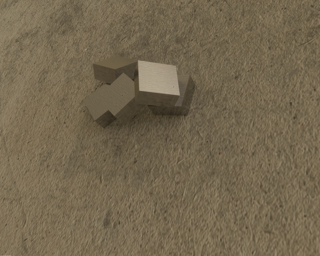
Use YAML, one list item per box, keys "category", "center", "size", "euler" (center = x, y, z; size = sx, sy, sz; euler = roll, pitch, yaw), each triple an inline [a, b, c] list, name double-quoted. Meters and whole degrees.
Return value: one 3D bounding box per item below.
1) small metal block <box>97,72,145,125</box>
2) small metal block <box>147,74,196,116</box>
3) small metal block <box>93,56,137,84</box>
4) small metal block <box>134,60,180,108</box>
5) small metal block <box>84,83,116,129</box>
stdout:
- category: "small metal block"
  center: [-0.049, -0.040, 0.421]
  size: [0.050, 0.025, 0.050]
  euler: [-44, 51, -3]
- category: "small metal block"
  center: [0.017, -0.044, 0.423]
  size: [0.050, 0.025, 0.050]
  euler: [2, 63, 29]
- category: "small metal block"
  center: [-0.067, -0.090, 0.479]
  size: [0.050, 0.025, 0.050]
  euler: [20, 36, 35]
- category: "small metal block"
  center: [-0.005, -0.056, 0.393]
  size: [0.050, 0.025, 0.050]
  euler: [5, 56, -15]
- category: "small metal block"
  center: [-0.080, -0.035, 0.467]
  size: [0.050, 0.025, 0.050]
  euler: [-38, 51, 2]
